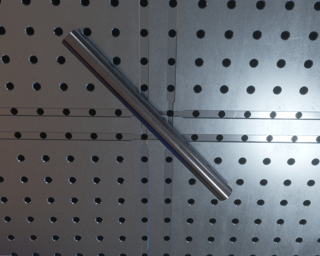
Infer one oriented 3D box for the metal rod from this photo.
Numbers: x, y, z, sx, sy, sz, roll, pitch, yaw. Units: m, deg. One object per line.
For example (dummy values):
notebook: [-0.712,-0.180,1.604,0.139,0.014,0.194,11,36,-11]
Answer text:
metal rod: [-0.007,-0.008,0.411,0.025,0.025,0.300,-41,105,13]
